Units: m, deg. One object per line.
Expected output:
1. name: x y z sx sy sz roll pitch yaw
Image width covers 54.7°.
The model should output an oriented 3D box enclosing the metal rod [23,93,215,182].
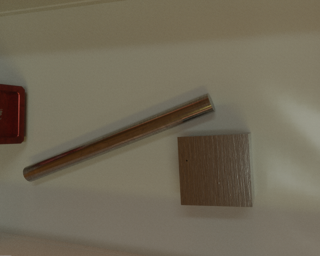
1. metal rod: -0.069 0.020 0.433 0.300 0.025 0.025 -21 83 18

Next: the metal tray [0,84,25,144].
1. metal tray: -0.265 -0.021 0.444 0.030 0.131 0.089 2 91 38

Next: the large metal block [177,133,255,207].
1. large metal block: 0.069 0.048 0.373 0.080 0.050 0.079 -3 89 19
